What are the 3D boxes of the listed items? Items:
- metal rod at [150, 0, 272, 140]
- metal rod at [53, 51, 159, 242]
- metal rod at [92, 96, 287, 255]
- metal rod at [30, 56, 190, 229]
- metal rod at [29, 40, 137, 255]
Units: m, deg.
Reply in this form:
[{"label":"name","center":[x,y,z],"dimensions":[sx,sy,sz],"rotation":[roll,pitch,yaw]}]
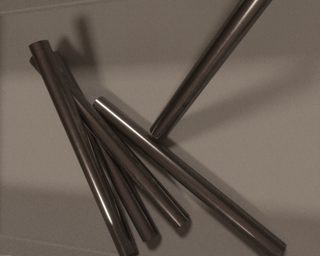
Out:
[{"label":"metal rod","center":[0.067,-0.089,0.321],"dimensions":[0.025,0.025,0.298],"rotation":[47,129,13]},{"label":"metal rod","center":[-0.086,0.019,0.439],"dimensions":[0.025,0.025,0.299],"rotation":[-34,80,16]},{"label":"metal rod","center":[0.026,0.055,0.400],"dimensions":[0.300,0.025,0.025],"rotation":[38,102,15]},{"label":"metal rod","center":[-0.071,0.012,0.416],"dimensions":[0.025,0.025,0.300],"rotation":[-44,83,14]},{"label":"metal rod","center":[-0.098,0.032,0.407],"dimensions":[0.025,0.025,0.298],"rotation":[-19,98,19]}]
